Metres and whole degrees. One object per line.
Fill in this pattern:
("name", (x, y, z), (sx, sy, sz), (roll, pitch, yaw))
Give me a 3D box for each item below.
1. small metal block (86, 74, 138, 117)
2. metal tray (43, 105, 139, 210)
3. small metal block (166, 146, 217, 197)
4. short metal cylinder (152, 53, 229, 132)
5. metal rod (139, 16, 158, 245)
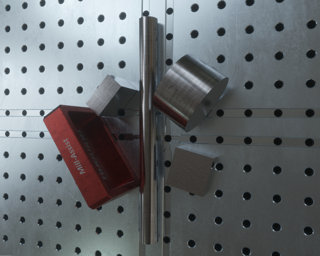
("small metal block", (-0.064, -0.042, 0.420), (0.025, 0.050, 0.050), (43, 103, 14))
("metal tray", (-0.086, 0.033, 0.406), (0.030, 0.090, 0.130), (-34, 79, 17))
("small metal block", (0.041, 0.055, 0.398), (0.050, 0.025, 0.050), (16, 95, 19))
("short metal cylinder", (0.036, -0.041, 0.370), (0.050, 0.080, 0.080), (39, 102, 15))
("metal rod", (-0.015, 0.003, 0.416), (0.025, 0.025, 0.298), (0, 90, 19))
